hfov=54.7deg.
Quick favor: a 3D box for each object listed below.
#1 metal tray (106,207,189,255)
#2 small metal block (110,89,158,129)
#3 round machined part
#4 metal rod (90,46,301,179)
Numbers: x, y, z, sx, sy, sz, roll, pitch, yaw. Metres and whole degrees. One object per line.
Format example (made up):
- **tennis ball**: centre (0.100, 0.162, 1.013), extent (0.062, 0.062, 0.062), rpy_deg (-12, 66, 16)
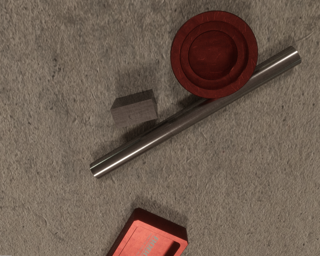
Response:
- **metal tray**: centre (-0.027, 0.195, 0.478), extent (0.090, 0.030, 0.129), rpy_deg (27, 108, -10)
- **small metal block**: centre (-0.031, -0.025, 0.387), extent (0.050, 0.050, 0.025), rpy_deg (-14, 110, 5)
- **round machined part**: centre (0.061, -0.087, 0.368), extent (0.099, 0.042, 0.097), rpy_deg (0, 108, 1)
- **metal rod**: centre (0.038, -0.015, 0.404), extent (0.300, 0.025, 0.025), rpy_deg (-30, 108, 10)
